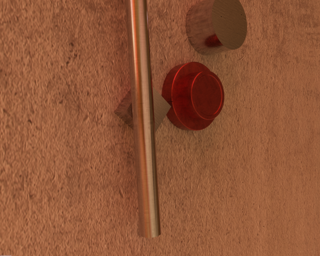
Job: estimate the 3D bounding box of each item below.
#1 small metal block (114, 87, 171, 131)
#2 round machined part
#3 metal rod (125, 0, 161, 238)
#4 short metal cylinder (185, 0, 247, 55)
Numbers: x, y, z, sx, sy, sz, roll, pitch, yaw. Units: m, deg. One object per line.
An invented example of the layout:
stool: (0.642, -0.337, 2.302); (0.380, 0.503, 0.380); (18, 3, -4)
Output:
small metal block: (-0.021, -0.023, 0.387); (0.050, 0.025, 0.050); (45, 63, -31)
round machined part: (0.053, -0.045, 0.438); (0.099, 0.042, 0.097); (0, 90, -40)
metal rod: (-0.020, -0.025, 0.355); (0.025, 0.025, 0.298); (-6, 93, -40)
short metal cylinder: (0.084, -0.152, 0.458); (0.081, 0.050, 0.079); (0, 90, -40)
